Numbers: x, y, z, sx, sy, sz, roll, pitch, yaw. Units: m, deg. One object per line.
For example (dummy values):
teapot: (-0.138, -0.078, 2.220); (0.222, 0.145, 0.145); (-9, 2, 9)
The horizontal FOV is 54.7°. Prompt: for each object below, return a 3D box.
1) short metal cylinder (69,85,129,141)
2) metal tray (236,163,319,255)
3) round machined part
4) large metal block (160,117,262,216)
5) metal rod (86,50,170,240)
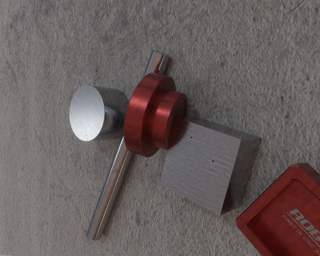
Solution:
short metal cylinder: (-0.089, -0.021, 0.460); (0.080, 0.050, 0.079); (0, 90, 39)
metal tray: (0.145, 0.107, 0.281); (0.130, 0.030, 0.089); (49, 119, 28)
round machined part: (0.001, -0.012, 0.359); (0.042, 0.098, 0.097); (17, 101, 18)
large metal block: (0.054, 0.037, 0.343); (0.080, 0.050, 0.079); (21, 103, 37)
metal rod: (-0.051, 0.036, 0.444); (0.025, 0.025, 0.298); (34, 111, 34)
